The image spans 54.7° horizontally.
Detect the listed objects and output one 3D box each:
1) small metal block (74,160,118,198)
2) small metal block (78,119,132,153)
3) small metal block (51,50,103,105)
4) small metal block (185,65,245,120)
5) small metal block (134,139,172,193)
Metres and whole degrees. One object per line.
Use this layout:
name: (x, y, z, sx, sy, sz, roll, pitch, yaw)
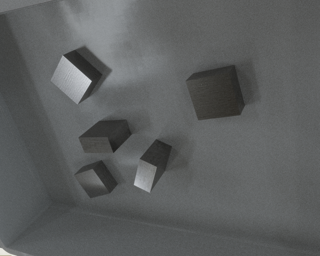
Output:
small metal block: (-0.107, 0.086, 0.516, 0.050, 0.025, 0.050, -21, 108, 35)
small metal block: (-0.077, 0.011, 0.438, 0.050, 0.050, 0.025, -2, 117, 29)
small metal block: (-0.115, -0.069, 0.424, 0.050, 0.025, 0.050, 42, 129, -1)
small metal block: (0.063, -0.039, 0.351, 0.050, 0.025, 0.050, -7, 115, 31)
small metal block: (-0.009, 0.052, 0.428, 0.025, 0.050, 0.050, 24, 127, 13)
